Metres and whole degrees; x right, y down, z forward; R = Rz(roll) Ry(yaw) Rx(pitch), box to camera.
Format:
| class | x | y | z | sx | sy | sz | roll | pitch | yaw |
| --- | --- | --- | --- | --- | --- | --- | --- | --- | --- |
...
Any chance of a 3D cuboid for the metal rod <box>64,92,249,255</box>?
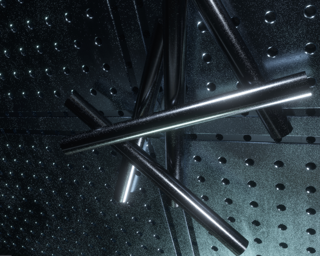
| class | x | y | z | sx | sy | sz | roll | pitch | yaw |
| --- | --- | --- | --- | --- | --- | --- | --- | --- | --- |
| metal rod | -0.007 | 0.058 | 0.412 | 0.300 | 0.025 | 0.025 | 41 | 129 | 4 |

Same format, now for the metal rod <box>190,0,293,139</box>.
| class | x | y | z | sx | sy | sz | roll | pitch | yaw |
| --- | --- | --- | --- | --- | --- | --- | --- | --- | --- |
| metal rod | 0.053 | -0.116 | 0.310 | 0.025 | 0.025 | 0.299 | -25 | 105 | 36 |

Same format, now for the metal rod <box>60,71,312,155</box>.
| class | x | y | z | sx | sy | sz | roll | pitch | yaw |
| --- | --- | --- | --- | --- | --- | --- | --- | --- | --- |
| metal rod | 0.006 | -0.008 | 0.352 | 0.300 | 0.025 | 0.025 | -14 | 112 | 26 |

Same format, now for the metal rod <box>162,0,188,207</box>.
| class | x | y | z | sx | sy | sz | roll | pitch | yaw |
| --- | --- | --- | --- | --- | --- | --- | --- | --- | --- |
| metal rod | 0.018 | -0.011 | 0.379 | 0.025 | 0.025 | 0.298 | 14 | 128 | 20 |

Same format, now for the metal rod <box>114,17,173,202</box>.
| class | x | y | z | sx | sy | sz | roll | pitch | yaw |
| --- | --- | --- | --- | --- | --- | --- | --- | --- | --- |
| metal rod | -0.028 | -0.001 | 0.424 | 0.025 | 0.025 | 0.298 | 26 | 128 | 11 |
